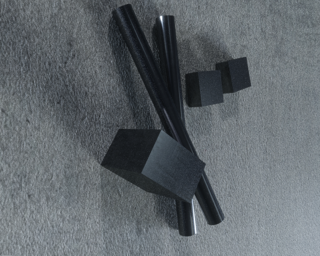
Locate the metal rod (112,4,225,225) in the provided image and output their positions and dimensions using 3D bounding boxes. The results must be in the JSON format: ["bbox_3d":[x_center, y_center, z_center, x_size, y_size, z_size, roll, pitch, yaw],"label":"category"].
[{"bbox_3d":[0.015,-0.008,0.395,0.025,0.025,0.299,-32,103,-36],"label":"metal rod"}]

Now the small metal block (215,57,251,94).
[{"bbox_3d":[0.121,-0.087,0.509,0.050,0.025,0.050,-22,104,-38],"label":"small metal block"}]

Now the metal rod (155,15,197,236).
[{"bbox_3d":[0.023,0.001,0.426,0.025,0.025,0.298,-11,97,-40],"label":"metal rod"}]

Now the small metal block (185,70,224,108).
[{"bbox_3d":[0.067,-0.059,0.464,0.050,0.025,0.050,-13,99,-40],"label":"small metal block"}]

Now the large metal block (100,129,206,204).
[{"bbox_3d":[-0.008,0.043,0.364,0.080,0.080,0.050,38,67,-34],"label":"large metal block"}]
